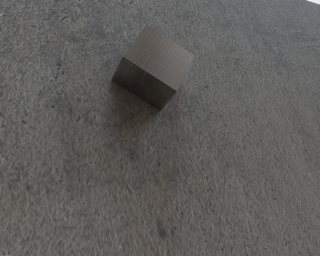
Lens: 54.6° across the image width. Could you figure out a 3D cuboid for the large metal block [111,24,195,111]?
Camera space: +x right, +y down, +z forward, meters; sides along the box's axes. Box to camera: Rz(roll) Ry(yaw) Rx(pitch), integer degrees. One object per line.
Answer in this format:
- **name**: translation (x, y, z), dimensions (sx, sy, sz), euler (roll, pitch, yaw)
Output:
- **large metal block**: translation (-0.009, -0.085, 0.434), dimensions (0.080, 0.050, 0.080), euler (32, 52, -8)
